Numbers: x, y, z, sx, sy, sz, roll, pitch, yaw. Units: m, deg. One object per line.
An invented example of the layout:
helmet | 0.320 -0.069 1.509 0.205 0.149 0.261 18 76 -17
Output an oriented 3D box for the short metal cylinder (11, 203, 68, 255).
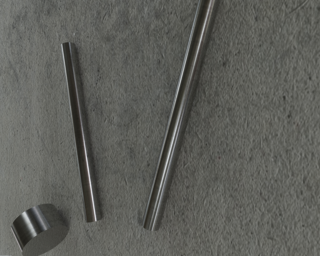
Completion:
short metal cylinder | -0.210 0.179 0.543 0.050 0.081 0.080 47 118 29

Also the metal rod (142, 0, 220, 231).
metal rod | 0.023 -0.011 0.386 0.025 0.025 0.298 23 104 37

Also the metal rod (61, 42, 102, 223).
metal rod | -0.132 0.002 0.513 0.025 0.025 0.298 -18 79 38
